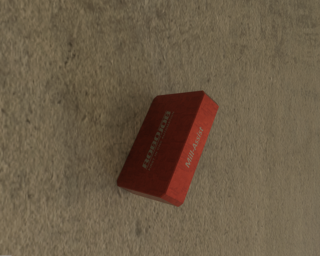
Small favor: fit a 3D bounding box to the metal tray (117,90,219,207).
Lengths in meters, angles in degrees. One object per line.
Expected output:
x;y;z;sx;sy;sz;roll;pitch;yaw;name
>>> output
0.008;0.020;0.371;0.030;0.090;0.130;36;68;-35;metal tray
